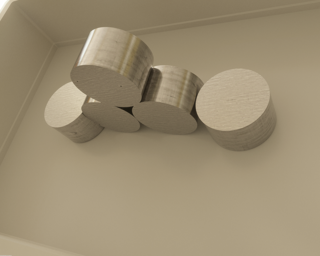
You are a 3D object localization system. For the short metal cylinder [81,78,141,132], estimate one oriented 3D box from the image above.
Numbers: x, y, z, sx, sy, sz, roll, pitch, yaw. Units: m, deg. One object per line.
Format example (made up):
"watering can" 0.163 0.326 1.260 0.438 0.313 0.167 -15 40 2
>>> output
"short metal cylinder" -0.059 -0.035 0.420 0.080 0.080 0.050 2 63 29

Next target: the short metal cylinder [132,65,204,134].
"short metal cylinder" 0.012 -0.032 0.382 0.080 0.080 0.050 2 63 29

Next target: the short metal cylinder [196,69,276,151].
"short metal cylinder" 0.087 -0.021 0.354 0.080 0.050 0.080 -13 56 21

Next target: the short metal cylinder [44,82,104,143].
"short metal cylinder" -0.125 -0.024 0.468 0.080 0.050 0.080 -13 56 21

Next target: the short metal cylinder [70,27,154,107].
"short metal cylinder" -0.052 -0.066 0.348 0.080 0.080 0.050 2 63 29
